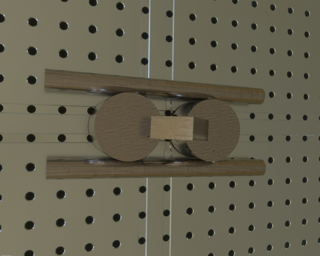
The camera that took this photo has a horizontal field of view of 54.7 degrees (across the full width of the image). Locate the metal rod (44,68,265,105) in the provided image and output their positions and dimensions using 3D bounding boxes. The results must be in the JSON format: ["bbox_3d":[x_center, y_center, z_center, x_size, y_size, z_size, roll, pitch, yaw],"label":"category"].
[{"bbox_3d":[0.008,-0.052,0.412,0.302,0.025,0.025,2,90,-20],"label":"metal rod"}]

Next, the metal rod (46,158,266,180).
[{"bbox_3d":[0.009,0.053,0.413,0.302,0.025,0.025,2,89,-20],"label":"metal rod"}]

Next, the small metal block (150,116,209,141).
[{"bbox_3d":[0.024,0.001,0.355,0.050,0.050,0.025,6,86,-63],"label":"small metal block"}]

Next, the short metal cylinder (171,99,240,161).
[{"bbox_3d":[0.059,0.003,0.418,0.081,0.050,0.079,0,90,-20],"label":"short metal cylinder"}]

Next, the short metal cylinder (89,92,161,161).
[{"bbox_3d":[-0.043,-0.001,0.380,0.081,0.050,0.079,0,90,-20],"label":"short metal cylinder"}]
